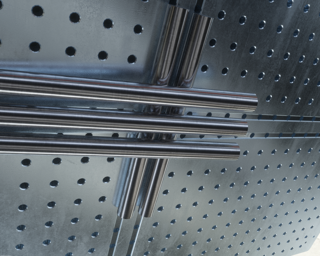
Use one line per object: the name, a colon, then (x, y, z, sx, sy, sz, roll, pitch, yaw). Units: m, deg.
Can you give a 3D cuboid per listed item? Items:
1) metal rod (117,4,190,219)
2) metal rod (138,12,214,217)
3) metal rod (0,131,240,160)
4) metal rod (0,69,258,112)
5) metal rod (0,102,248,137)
metal rod: (-0.016, -0.003, 0.402, 0.025, 0.025, 0.298, 1, 118, -29)
metal rod: (0.014, 0.000, 0.421, 0.025, 0.025, 0.298, 1, 118, -29)
metal rod: (-0.036, 0.024, 0.381, 0.303, 0.025, 0.025, 4, 117, -21)
metal rod: (-0.022, -0.039, 0.350, 0.303, 0.025, 0.025, 2, 118, -21)
metal rod: (-0.029, -0.007, 0.365, 0.303, 0.025, 0.025, 3, 117, -21)
